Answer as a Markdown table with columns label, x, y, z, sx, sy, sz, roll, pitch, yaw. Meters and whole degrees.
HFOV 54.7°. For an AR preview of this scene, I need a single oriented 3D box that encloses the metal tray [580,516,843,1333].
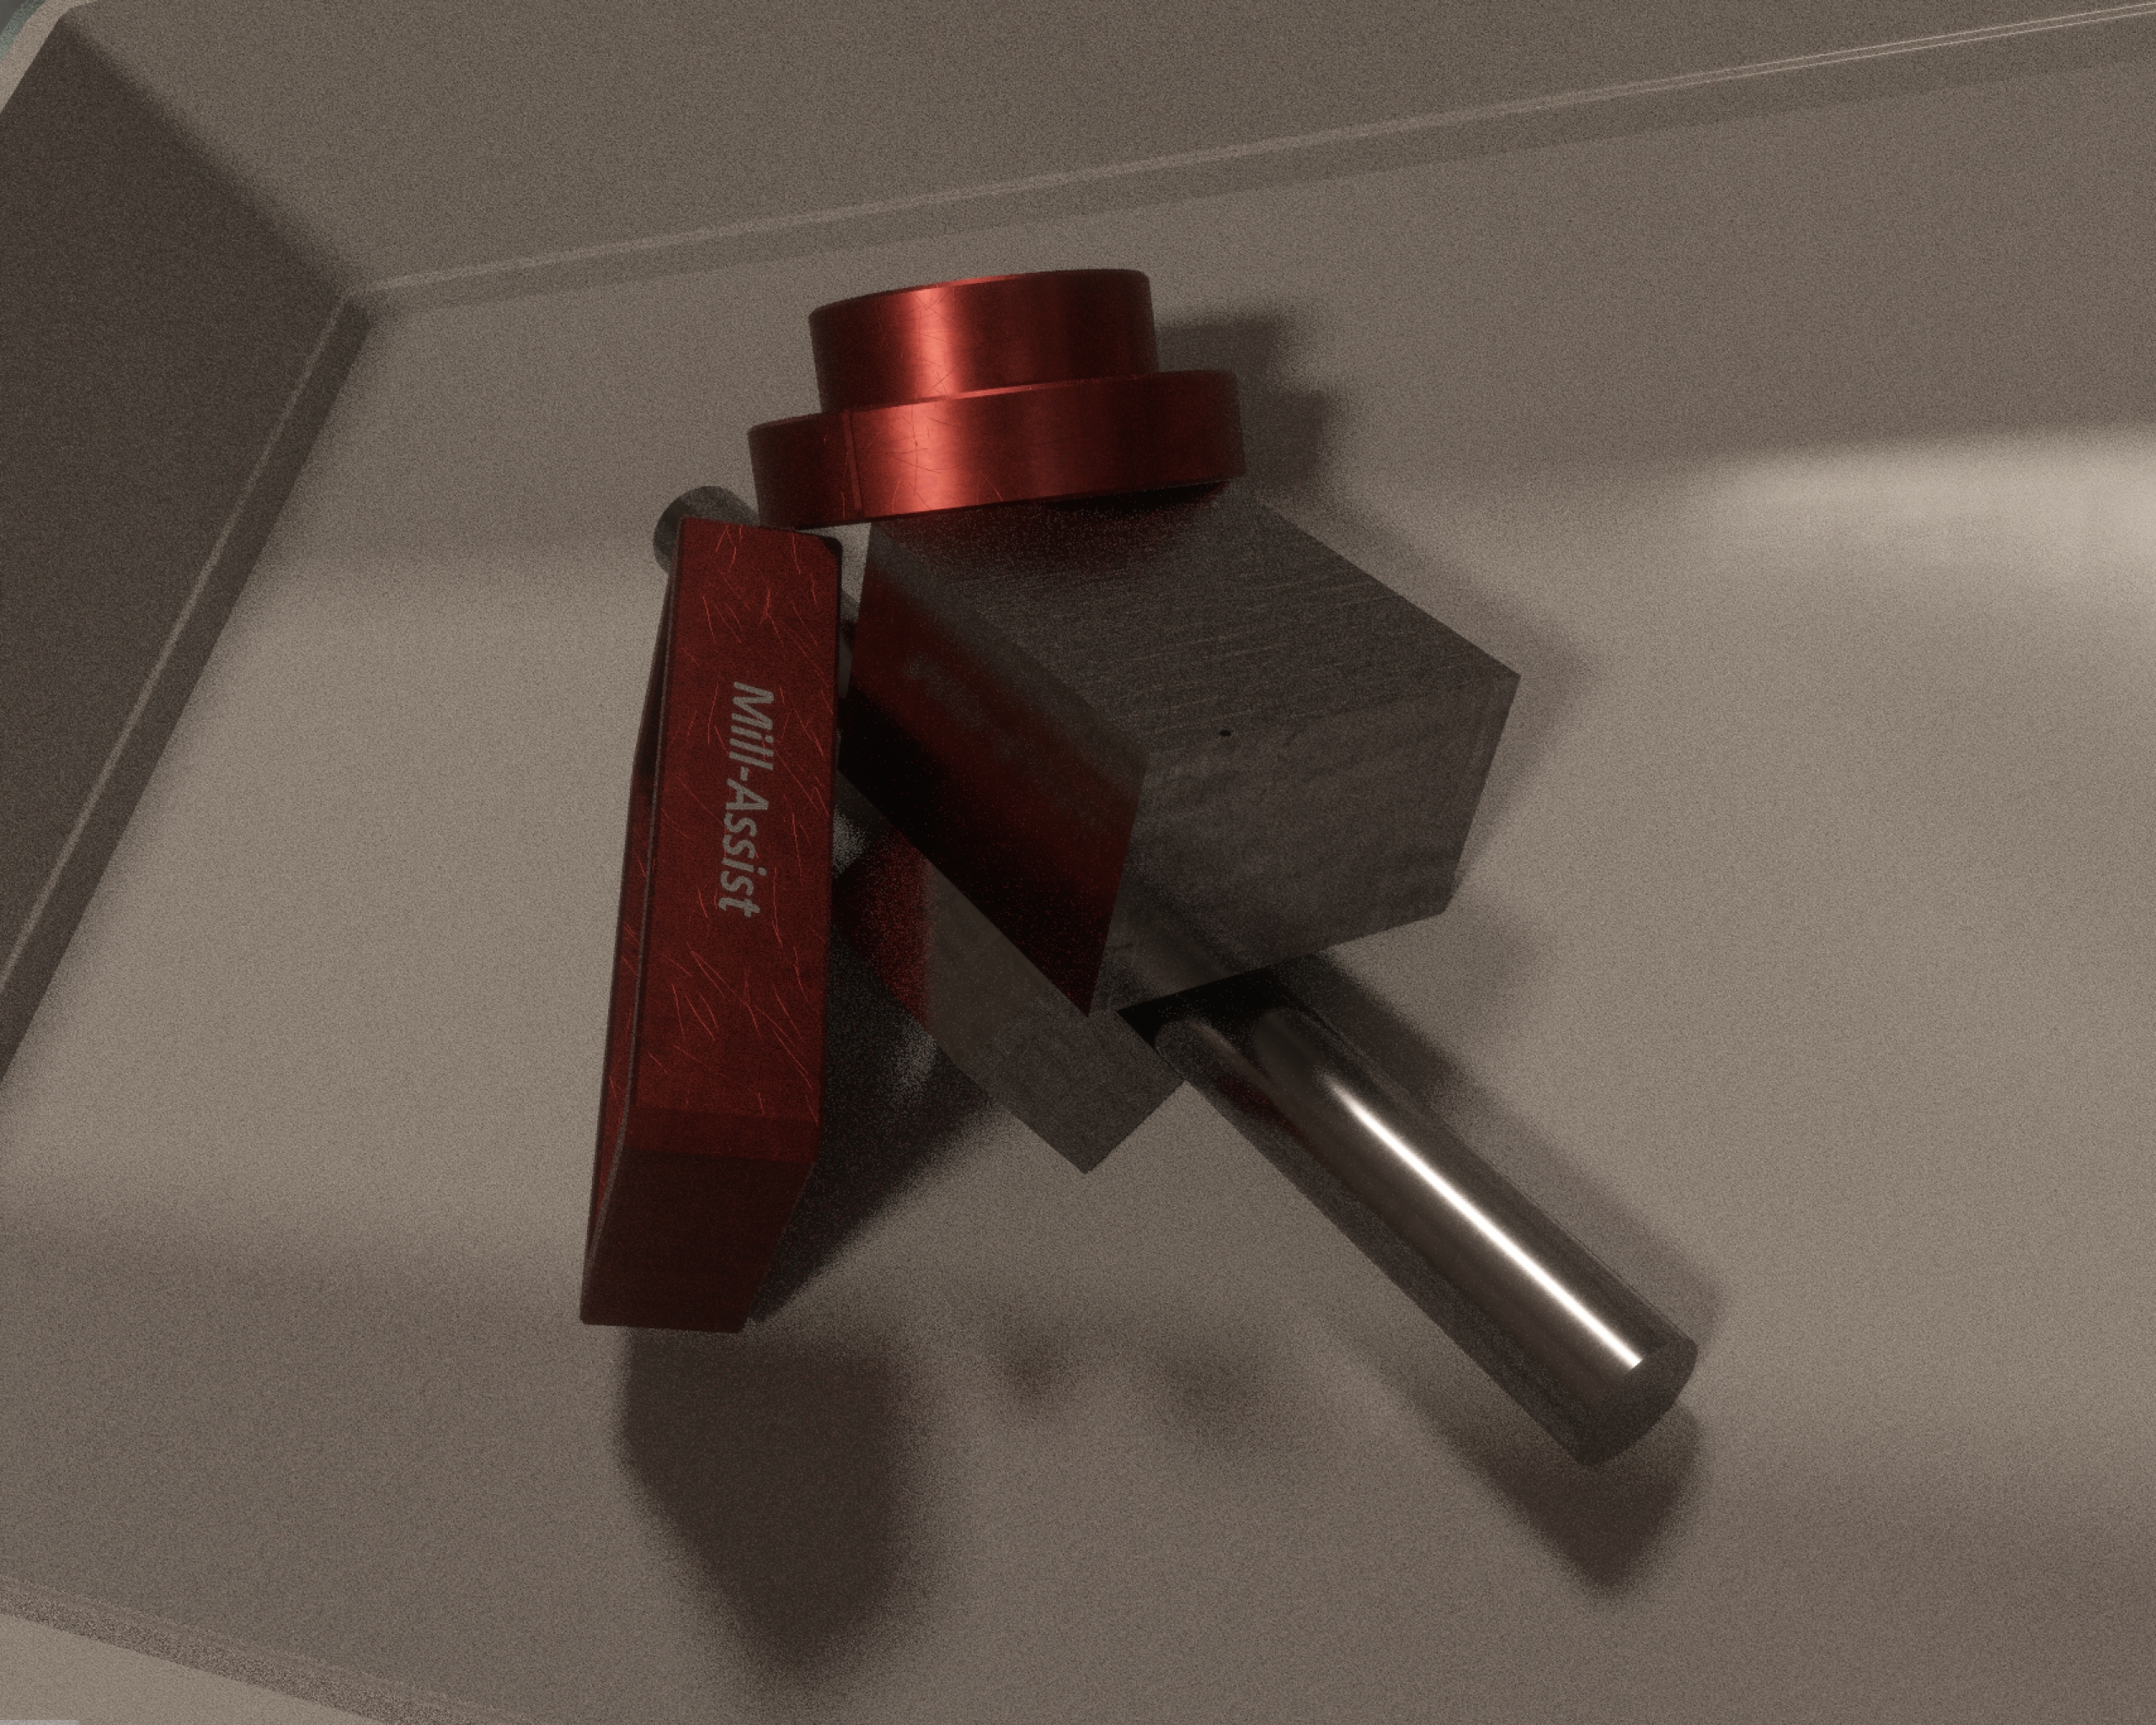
| label | x | y | z | sx | sy | sz | roll | pitch | yaw |
| --- | --- | --- | --- | --- | --- | --- | --- | --- | --- |
| metal tray | -0.069 | 0.012 | 0.391 | 0.030 | 0.089 | 0.130 | 7 | 56 | -15 |

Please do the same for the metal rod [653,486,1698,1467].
| label | x | y | z | sx | sy | sz | roll | pitch | yaw |
| --- | --- | --- | --- | --- | --- | --- | --- | --- | --- |
| metal rod | -0.003 | 0.001 | 0.403 | 0.025 | 0.025 | 0.300 | -45 | 51 | -3 |

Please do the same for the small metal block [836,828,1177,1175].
| label | x | y | z | sx | sy | sz | roll | pitch | yaw |
| --- | --- | --- | --- | --- | --- | --- | --- | --- | --- |
| small metal block | -0.014 | 0.023 | 0.379 | 0.025 | 0.050 | 0.050 | -44 | 51 | -2 |

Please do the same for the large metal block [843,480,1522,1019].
| label | x | y | z | sx | sy | sz | roll | pitch | yaw |
| --- | --- | --- | --- | --- | --- | --- | --- | --- | --- |
| large metal block | 0.015 | -0.024 | 0.368 | 0.081 | 0.050 | 0.080 | -14 | 41 | -35 |

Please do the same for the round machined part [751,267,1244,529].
| label | x | y | z | sx | sy | sz | roll | pitch | yaw |
| --- | --- | --- | --- | --- | --- | --- | --- | --- | --- |
| round machined part | -0.017 | -0.093 | 0.419 | 0.098 | 0.099 | 0.042 | -2 | 102 | 27 |
